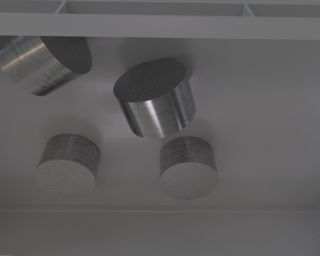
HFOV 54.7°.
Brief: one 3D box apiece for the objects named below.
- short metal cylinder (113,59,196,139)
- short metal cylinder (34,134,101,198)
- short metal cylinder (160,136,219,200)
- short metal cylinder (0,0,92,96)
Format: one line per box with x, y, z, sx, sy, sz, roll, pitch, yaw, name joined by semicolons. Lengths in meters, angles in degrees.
-0.005;-0.034;0.344;0.080;0.080;0.050;-12;129;10;short metal cylinder
-0.128;0.054;0.437;0.081;0.050;0.079;0;130;0;short metal cylinder
0.040;0.058;0.442;0.081;0.050;0.079;0;130;0;short metal cylinder
-0.113;-0.078;0.305;0.050;0.080;0.080;-25;126;19;short metal cylinder
